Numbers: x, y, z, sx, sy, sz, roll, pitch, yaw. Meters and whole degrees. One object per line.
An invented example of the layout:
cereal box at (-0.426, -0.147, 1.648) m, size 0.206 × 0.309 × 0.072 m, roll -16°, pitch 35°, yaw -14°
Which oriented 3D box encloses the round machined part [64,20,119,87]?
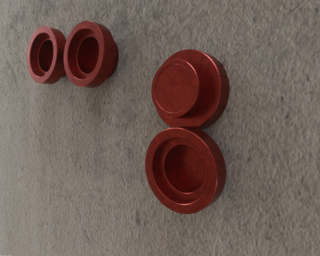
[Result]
round machined part at (-0.101, -0.110, 0.475) m, size 0.098 × 0.042 × 0.097 m, roll 0°, pitch 90°, yaw 39°

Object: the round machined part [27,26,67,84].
round machined part at (-0.191, -0.126, 0.548) m, size 0.098 × 0.042 × 0.097 m, roll 0°, pitch 90°, yaw 39°

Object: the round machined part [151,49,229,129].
round machined part at (0.029, -0.045, 0.369) m, size 0.098 × 0.042 × 0.097 m, roll 0°, pitch 90°, yaw 39°

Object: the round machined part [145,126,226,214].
round machined part at (0.033, 0.046, 0.361) m, size 0.098 × 0.042 × 0.097 m, roll 5°, pitch 99°, yaw 38°
